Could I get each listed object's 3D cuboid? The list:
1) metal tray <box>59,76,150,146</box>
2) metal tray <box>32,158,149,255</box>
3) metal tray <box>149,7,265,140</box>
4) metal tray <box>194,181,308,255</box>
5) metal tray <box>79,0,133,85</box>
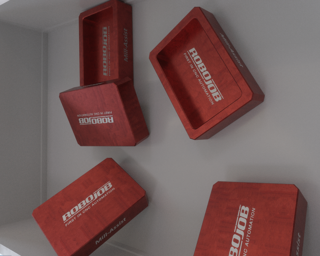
[{"bbox_3d":[-0.084,-0.020,0.451,0.130,0.030,0.089,-3,112,40],"label":"metal tray"},{"bbox_3d":[-0.093,0.109,0.422,0.090,0.131,0.030,38,152,34],"label":"metal tray"},{"bbox_3d":[0.049,-0.062,0.363,0.090,0.030,0.130,-39,66,33],"label":"metal tray"},{"bbox_3d":[0.081,0.116,0.291,0.090,0.030,0.130,-5,50,39],"label":"metal tray"},{"bbox_3d":[-0.084,-0.118,0.472,0.090,0.030,0.129,-2,89,40],"label":"metal tray"}]
